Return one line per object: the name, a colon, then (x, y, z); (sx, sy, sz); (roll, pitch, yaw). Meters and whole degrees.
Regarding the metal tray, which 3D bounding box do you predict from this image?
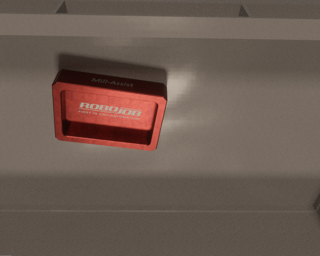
metal tray: (-0.063, -0.019, 0.388); (0.131, 0.030, 0.089); (7, 130, -7)
